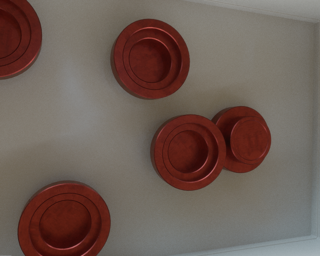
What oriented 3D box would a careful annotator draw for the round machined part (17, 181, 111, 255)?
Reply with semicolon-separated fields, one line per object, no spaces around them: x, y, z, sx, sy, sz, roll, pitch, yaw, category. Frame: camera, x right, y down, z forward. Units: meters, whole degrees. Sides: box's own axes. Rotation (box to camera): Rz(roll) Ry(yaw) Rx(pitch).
-0.111;0.110;0.361;0.099;0.042;0.097;0;90;-21;round machined part

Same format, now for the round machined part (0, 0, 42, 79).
-0.180;-0.100;0.335;0.099;0.042;0.097;0;90;-21;round machined part

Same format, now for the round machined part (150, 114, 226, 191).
0.035;0.031;0.413;0.099;0.042;0.097;0;91;-16;round machined part

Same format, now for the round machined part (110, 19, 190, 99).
-0.015;-0.085;0.397;0.099;0.042;0.097;0;90;-21;round machined part

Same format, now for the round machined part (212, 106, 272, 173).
0.120;0.017;0.447;0.099;0.042;0.097;0;90;-21;round machined part
